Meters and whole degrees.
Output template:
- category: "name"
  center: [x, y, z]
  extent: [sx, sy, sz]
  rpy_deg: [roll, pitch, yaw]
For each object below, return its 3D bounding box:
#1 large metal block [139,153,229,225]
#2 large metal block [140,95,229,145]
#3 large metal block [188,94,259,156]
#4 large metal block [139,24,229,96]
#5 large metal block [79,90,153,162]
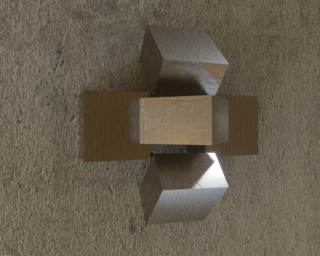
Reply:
- category: "large metal block"
  center: [0.026, 0.076, 0.385]
  extent: [0.081, 0.079, 0.050]
  rpy_deg: [1, 47, -19]
- category: "large metal block"
  center: [0.031, -0.008, 0.358]
  extent: [0.080, 0.080, 0.050]
  rpy_deg: [0, 91, 24]
- category: "large metal block"
  center: [0.087, -0.004, 0.427]
  extent: [0.081, 0.050, 0.079]
  rpy_deg: [0, 90, -21]
- category: "large metal block"
  center: [0.026, -0.083, 0.385]
  extent: [0.081, 0.080, 0.050]
  rpy_deg: [0, 134, -20]
- category: "large metal block"
  center: [-0.055, -0.003, 0.377]
  extent: [0.081, 0.050, 0.079]
  rpy_deg: [-1, 90, -21]
